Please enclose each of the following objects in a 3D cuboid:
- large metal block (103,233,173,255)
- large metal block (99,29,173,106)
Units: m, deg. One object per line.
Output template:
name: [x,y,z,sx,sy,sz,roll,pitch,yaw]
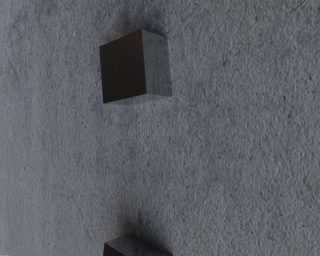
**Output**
large metal block: [-0.034,0.201,0.417,0.080,0.050,0.079,13,98,39]
large metal block: [-0.033,-0.077,0.416,0.080,0.050,0.080,-8,85,39]
